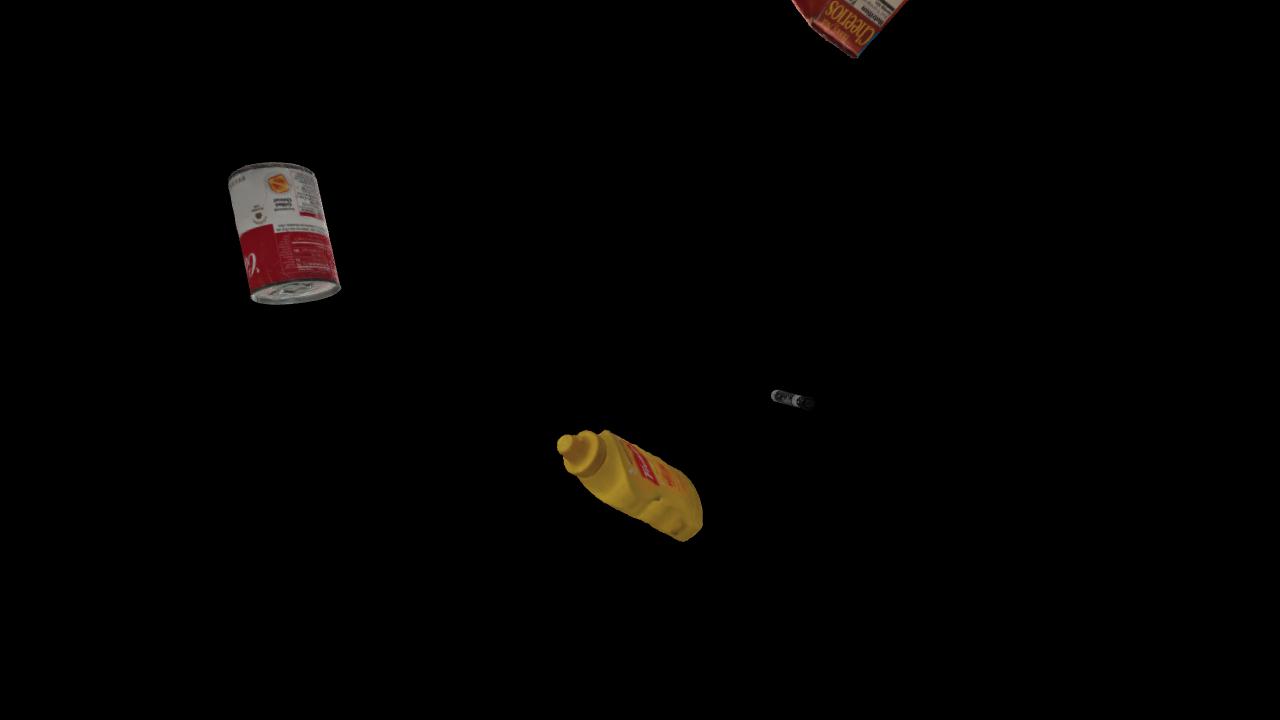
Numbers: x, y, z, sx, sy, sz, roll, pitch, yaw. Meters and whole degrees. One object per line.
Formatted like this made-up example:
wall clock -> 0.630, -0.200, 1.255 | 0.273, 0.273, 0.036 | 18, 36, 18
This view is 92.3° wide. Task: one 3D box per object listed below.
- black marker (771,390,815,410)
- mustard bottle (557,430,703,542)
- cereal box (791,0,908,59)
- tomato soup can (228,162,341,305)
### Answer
black marker -> 0.219, 0.057, 0.884 | 0.020, 0.020, 0.121 | 0, 2, -9
mustard bottle -> -0.013, 0.115, 0.605 | 0.054, 0.092, 0.184 | -39, -47, 17
cereal box -> 0.227, -0.439, 0.493 | 0.081, 0.203, 0.306 | 10, -40, -34
tomato soup can -> -0.295, -0.104, 0.511 | 0.068, 0.101, 0.068 | -13, -3, -1
